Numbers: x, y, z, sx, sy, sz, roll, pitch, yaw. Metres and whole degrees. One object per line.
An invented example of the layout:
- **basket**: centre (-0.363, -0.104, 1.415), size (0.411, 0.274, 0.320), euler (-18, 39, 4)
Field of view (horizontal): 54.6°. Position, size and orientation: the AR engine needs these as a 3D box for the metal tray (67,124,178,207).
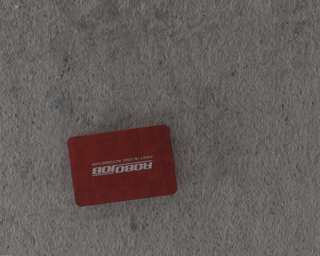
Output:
- **metal tray**: centre (-0.048, 0.048, 0.407), size (0.131, 0.030, 0.090), euler (-8, 90, 0)
